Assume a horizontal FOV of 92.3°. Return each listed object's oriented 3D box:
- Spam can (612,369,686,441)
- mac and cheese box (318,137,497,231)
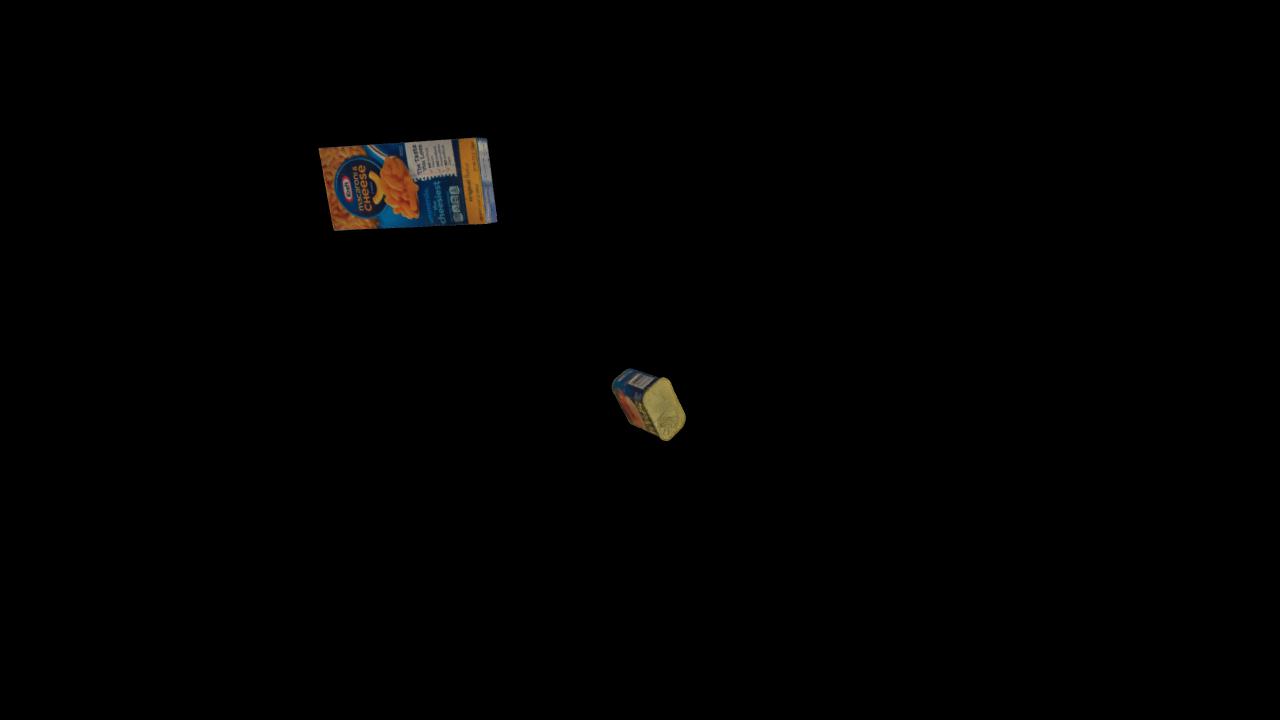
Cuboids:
[{"bbox_3d":[0.012,0.067,0.954,0.058,0.101,0.085,-40,34,-24],"label":"Spam can"},{"bbox_3d":[-0.258,-0.195,0.688,0.184,0.093,0.041,-1,17,8],"label":"mac and cheese box"}]
